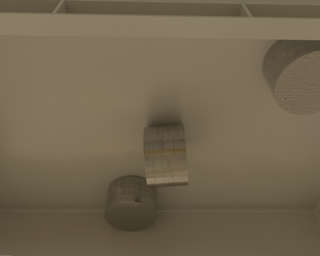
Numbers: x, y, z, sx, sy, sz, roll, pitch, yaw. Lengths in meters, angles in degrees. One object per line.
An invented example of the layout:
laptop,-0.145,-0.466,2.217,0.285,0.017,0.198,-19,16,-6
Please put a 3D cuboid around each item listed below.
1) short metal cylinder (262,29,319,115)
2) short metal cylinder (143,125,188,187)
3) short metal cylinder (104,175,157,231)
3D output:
short metal cylinder,0.161,-0.061,0.343,0.081,0.050,0.079,0,130,0
short metal cylinder,0.008,0.036,0.404,0.050,0.080,0.080,-4,130,3
short metal cylinder,-0.045,0.121,0.495,0.081,0.050,0.079,0,130,0
